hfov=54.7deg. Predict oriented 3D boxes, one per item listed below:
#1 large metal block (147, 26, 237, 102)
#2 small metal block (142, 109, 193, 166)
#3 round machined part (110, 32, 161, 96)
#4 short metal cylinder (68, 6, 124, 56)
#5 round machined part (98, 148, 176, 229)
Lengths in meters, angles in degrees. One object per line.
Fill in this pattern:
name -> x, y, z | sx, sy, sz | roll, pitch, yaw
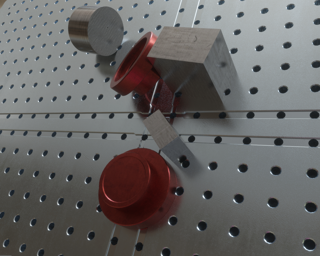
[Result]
large metal block -> 0.043, -0.082, 0.401 | 0.080, 0.080, 0.050 | 16, 70, 34
small metal block -> 0.010, 0.012, 0.380 | 0.025, 0.050, 0.050 | -37, 51, 4
round machined part -> -0.026, -0.086, 0.446 | 0.098, 0.042, 0.098 | -44, 24, 26
short metal cylinder -> -0.109, -0.168, 0.533 | 0.050, 0.080, 0.080 | 18, 71, 35
round machined part -> -0.033, 0.068, 0.373 | 0.098, 0.042, 0.098 | -13, 56, 21
